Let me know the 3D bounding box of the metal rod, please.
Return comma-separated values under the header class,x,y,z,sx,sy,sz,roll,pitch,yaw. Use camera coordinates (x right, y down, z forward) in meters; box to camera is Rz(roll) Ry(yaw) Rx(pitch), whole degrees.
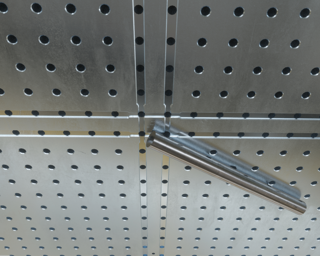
class,x,y,z,sx,sy,sz,roll,pitch,yaw
metal rod,0.114,0.076,0.478,0.302,0.025,0.025,26,125,-21
